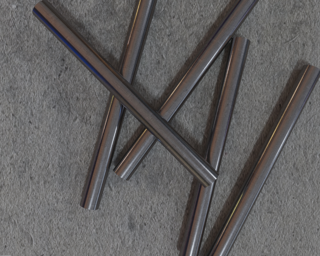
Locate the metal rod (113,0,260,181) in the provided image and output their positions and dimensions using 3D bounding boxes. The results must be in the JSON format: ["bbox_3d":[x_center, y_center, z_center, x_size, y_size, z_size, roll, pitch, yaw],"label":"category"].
[{"bbox_3d":[0.036,-0.059,0.410,0.025,0.025,0.299,36,90,-1],"label":"metal rod"}]

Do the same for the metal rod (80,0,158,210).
[{"bbox_3d":[-0.053,-0.040,0.409,0.025,0.025,0.298,16,90,-1],"label":"metal rod"}]

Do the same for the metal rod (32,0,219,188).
[{"bbox_3d":[-0.041,-0.042,0.383,0.025,0.025,0.300,-45,91,0],"label":"metal rod"}]

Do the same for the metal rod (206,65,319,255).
[{"bbox_3d":[0.135,0.055,0.411,0.025,0.025,0.299,27,90,-1],"label":"metal rod"}]

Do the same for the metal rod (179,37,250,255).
[{"bbox_3d":[0.072,0.029,0.410,0.025,0.025,0.298,14,90,-1],"label":"metal rod"}]
